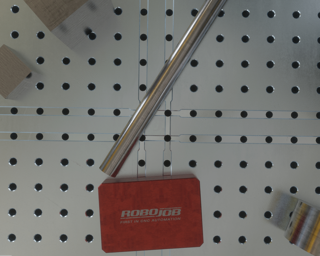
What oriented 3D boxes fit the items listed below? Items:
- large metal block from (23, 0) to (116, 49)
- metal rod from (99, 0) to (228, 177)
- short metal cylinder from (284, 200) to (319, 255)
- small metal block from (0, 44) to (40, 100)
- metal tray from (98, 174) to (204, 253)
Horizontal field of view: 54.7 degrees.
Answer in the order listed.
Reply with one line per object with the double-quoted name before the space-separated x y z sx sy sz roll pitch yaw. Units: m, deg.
"large metal block" -0.107 -0.152 0.384 0.080 0.080 0.050 -40 91 0
"metal rod" 0.010 -0.067 0.413 0.025 0.025 0.299 32 90 -1
"short metal cylinder" 0.205 0.131 0.389 0.080 0.080 0.050 22 90 -1
"small metal block" -0.200 -0.073 0.411 0.050 0.025 0.050 44 90 -1
"metal tray" -0.012 0.112 0.411 0.131 0.030 0.089 -3 90 -1
